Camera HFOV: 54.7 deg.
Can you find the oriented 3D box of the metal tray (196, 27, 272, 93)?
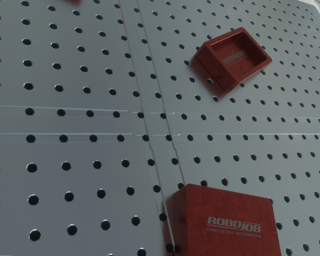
[{"bbox_3d":[0.136,-0.126,0.557,0.131,0.030,0.090,-32,80,-38],"label":"metal tray"}]

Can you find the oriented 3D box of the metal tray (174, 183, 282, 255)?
[{"bbox_3d":[0.082,0.124,0.376,0.131,0.030,0.090,14,56,-21],"label":"metal tray"}]
